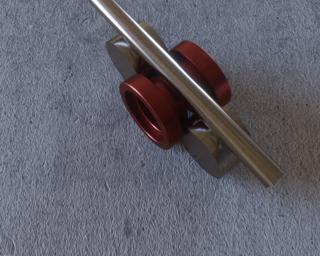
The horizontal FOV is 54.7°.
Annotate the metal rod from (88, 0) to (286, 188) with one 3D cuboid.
[{"bbox_3d":[0.018,-0.056,0.346,0.025,0.025,0.300,-38,75,-13],"label":"metal rod"}]

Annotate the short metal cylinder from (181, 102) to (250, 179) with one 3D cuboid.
[{"bbox_3d":[0.065,0.014,0.375,0.050,0.080,0.080,-37,75,-13],"label":"short metal cylinder"}]

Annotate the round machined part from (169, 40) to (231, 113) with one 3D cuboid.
[{"bbox_3d":[0.040,-0.057,0.392,0.042,0.098,0.098,-39,75,-8],"label":"round machined part"}]

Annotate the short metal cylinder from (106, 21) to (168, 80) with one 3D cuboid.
[{"bbox_3d":[-0.028,-0.094,0.414,0.050,0.080,0.080,-37,75,-13],"label":"short metal cylinder"}]

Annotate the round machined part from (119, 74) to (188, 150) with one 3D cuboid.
[{"bbox_3d":[-0.003,-0.025,0.378,0.042,0.098,0.098,-37,74,-16],"label":"round machined part"}]
